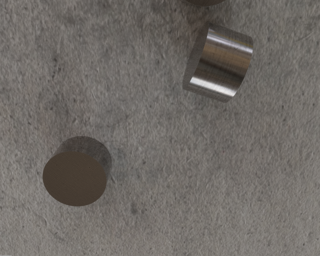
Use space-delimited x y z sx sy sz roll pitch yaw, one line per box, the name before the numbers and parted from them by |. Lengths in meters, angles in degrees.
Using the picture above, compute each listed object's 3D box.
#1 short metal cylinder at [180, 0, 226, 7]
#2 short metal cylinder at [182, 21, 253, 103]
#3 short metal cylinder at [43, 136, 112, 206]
short metal cylinder | 0.047 -0.173 0.333 0.081 0.050 0.079 0 110 -1
short metal cylinder | 0.063 -0.074 0.354 0.050 0.080 0.079 18 109 -7
short metal cylinder | -0.108 0.057 0.416 0.081 0.050 0.079 0 110 -1
